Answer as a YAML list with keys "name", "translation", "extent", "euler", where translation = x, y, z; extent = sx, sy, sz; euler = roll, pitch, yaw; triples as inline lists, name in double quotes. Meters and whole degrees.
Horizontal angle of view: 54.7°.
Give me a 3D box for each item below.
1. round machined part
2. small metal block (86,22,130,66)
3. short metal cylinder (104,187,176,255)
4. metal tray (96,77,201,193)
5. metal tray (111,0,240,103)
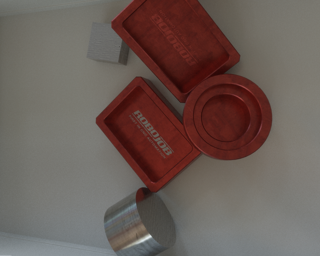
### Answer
- name: "round machined part"
  translation: [0.076, -0.011, 0.364]
  extent: [0.099, 0.042, 0.097]
  euler: [0, 83, 1]
- name: "small metal block"
  translation: [-0.071, -0.118, 0.434]
  extent: [0.050, 0.025, 0.050]
  euler: [12, 94, 19]
- name: "short metal cylinder"
  translation: [-0.024, 0.122, 0.389]
  extent: [0.050, 0.080, 0.080]
  euler: [-35, 79, 16]
- name: "metal tray"
  translation: [-0.013, 0.008, 0.411]
  extent: [0.090, 0.030, 0.130]
  euler: [-44, 77, 14]
- name: "metal tray"
  translation: [0.020, -0.104, 0.365]
  extent: [0.090, 0.030, 0.130]
  euler: [-38, 110, 17]
